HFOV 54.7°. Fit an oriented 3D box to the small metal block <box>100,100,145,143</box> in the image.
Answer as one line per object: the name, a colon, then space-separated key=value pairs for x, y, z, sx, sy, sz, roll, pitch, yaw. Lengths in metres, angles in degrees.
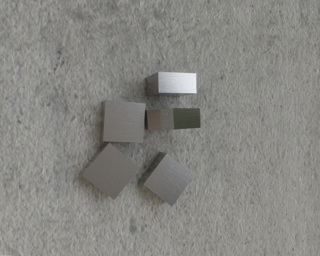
small metal block: x=-0.048 y=-0.008 z=0.392 sx=0.050 sy=0.025 sz=0.050 roll=4 pitch=89 yaw=-20

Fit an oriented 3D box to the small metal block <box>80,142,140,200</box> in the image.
small metal block: x=-0.063 y=0.053 z=0.387 sx=0.050 sy=0.025 sz=0.050 roll=42 pitch=77 yaw=-16

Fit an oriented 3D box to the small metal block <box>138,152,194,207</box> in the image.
small metal block: x=0.008 y=0.067 z=0.413 sx=0.050 sy=0.025 sz=0.050 roll=41 pitch=77 yaw=-16

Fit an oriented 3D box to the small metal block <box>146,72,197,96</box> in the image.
small metal block: x=0.013 y=-0.055 z=0.402 sx=0.050 sy=0.050 sz=0.025 roll=-1 pitch=91 yaw=-20

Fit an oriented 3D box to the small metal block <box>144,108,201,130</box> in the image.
small metal block: x=0.016 y=-0.011 z=0.394 sx=0.050 sy=0.050 sz=0.025 roll=-3 pitch=92 yaw=-45
